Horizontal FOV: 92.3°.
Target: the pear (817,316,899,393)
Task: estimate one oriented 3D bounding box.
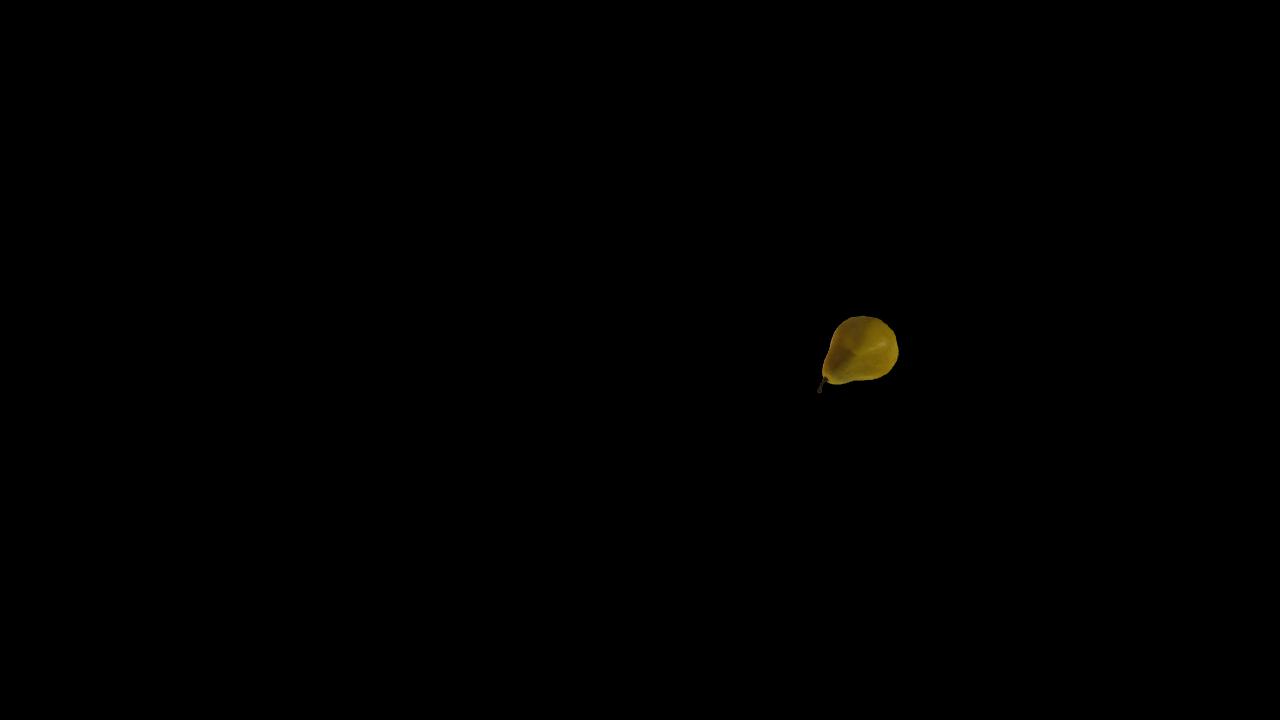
[{"bbox_3d":[0.247,-0.004,0.731,0.111,0.080,0.080,-26,6,-13],"label":"pear"}]
